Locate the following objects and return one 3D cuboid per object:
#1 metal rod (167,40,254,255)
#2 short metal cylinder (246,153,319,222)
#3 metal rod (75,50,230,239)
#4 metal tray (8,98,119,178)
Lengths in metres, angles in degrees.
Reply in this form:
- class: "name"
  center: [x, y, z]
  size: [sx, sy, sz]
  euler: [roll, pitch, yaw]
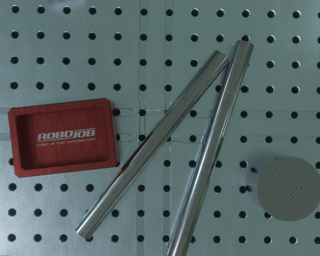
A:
- class: "metal rod"
  center: [0.067, 0.030, 0.414]
  size: [0.025, 0.025, 0.298]
  euler: [18, 90, -1]
- class: "short metal cylinder"
  center: [0.158, 0.074, 0.403]
  size: [0.081, 0.050, 0.079]
  euler: [0, 90, -1]
- class: "metal rod"
  center: [-0.010, 0.021, 0.413]
  size: [0.025, 0.025, 0.300]
  euler: [38, 90, -1]
- class: "metal tray"
  center: [-0.124, 0.012, 0.409]
  size: [0.131, 0.030, 0.089]
  euler: [-6, 90, -1]
